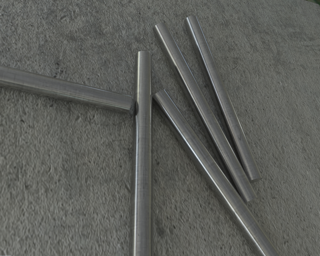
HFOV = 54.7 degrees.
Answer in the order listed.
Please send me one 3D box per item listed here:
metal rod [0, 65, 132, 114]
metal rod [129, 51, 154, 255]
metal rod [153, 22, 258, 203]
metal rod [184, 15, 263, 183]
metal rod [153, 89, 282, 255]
[{"bbox_3d":[-0.178,-0.058,0.342,0.302,0.025,0.025,11,57,-22],"label":"metal rod"},{"bbox_3d":[-0.021,0.024,0.376,0.025,0.025,0.299,12,57,-22],"label":"metal rod"},{"bbox_3d":[0.059,-0.033,0.455,0.025,0.025,0.299,-12,68,-33],"label":"metal rod"},{"bbox_3d":[0.092,-0.058,0.488,0.025,0.025,0.299,-2,63,-29],"label":"metal rod"},{"bbox_3d":[0.080,0.076,0.399,0.025,0.025,0.299,-25,76,-37],"label":"metal rod"}]
